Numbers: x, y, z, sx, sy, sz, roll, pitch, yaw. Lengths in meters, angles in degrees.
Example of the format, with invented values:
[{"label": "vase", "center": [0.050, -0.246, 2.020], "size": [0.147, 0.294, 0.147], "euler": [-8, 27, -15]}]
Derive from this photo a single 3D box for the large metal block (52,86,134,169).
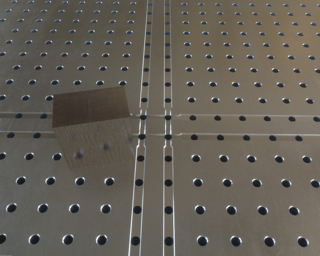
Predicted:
[{"label": "large metal block", "center": [-0.076, 0.001, 0.370], "size": [0.081, 0.080, 0.050], "euler": [-8, 51, -8]}]
